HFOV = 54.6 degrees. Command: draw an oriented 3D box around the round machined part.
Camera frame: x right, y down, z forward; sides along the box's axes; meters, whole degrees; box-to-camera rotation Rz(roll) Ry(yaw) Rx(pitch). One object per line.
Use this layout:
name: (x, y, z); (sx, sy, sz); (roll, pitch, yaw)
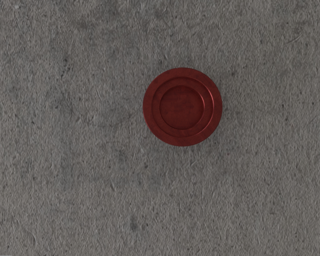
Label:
round machined part: (0.028, -0.026, 0.402); (0.099, 0.042, 0.097); (0, 90, 0)
